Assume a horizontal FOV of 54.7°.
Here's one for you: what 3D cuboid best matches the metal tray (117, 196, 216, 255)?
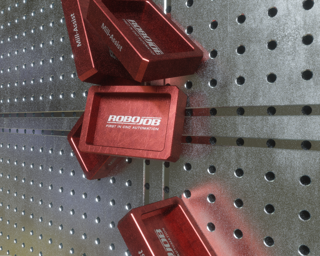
[{"bbox_3d":[0.020,0.146,0.349,0.030,0.091,0.130,-48,62,29],"label":"metal tray"}]

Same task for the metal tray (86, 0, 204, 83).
[{"bbox_3d":[-0.020,-0.113,0.378,0.130,0.091,0.030,53,138,26],"label":"metal tray"}]

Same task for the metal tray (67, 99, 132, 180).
[{"bbox_3d":[-0.085,0.007,0.473,0.129,0.030,0.090,-48,62,29],"label":"metal tray"}]

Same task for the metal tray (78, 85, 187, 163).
[{"bbox_3d":[-0.036,-0.007,0.397,0.130,0.030,0.090,4,80,24],"label":"metal tray"}]

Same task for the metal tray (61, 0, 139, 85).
[{"bbox_3d":[-0.081,-0.123,0.429,0.030,0.091,0.129,-23,75,32],"label":"metal tray"}]
